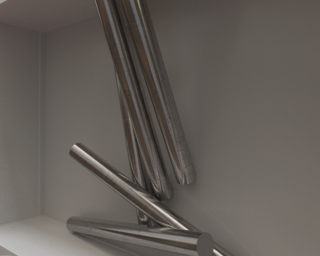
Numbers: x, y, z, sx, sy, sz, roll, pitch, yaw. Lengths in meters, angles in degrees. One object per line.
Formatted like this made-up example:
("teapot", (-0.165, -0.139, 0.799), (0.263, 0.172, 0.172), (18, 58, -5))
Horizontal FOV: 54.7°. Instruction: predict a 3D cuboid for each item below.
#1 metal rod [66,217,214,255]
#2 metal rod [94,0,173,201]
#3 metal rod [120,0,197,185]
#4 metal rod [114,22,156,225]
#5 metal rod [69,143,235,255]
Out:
("metal rod", (-0.051, 0.139, 0.413), (0.299, 0.025, 0.025), (-14, 81, 49))
("metal rod", (-0.032, -0.048, 0.354), (0.025, 0.025, 0.298), (1, 115, 40))
("metal rod", (-0.009, -0.071, 0.329), (0.025, 0.025, 0.298), (0, 117, 40))
("metal rod", (-0.040, -0.006, 0.437), (0.025, 0.025, 0.298), (-16, 80, 38))
("metal rod", (-0.007, 0.101, 0.384), (0.300, 0.025, 0.025), (31, 109, 27))
